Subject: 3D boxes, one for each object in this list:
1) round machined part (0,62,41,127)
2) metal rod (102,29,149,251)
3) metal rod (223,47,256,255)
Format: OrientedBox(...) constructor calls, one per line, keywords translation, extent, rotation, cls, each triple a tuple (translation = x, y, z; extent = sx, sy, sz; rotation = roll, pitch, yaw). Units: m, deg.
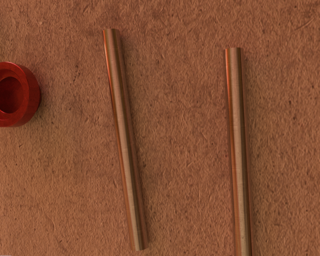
OrientedBox(translation=(-0.225, -0.050, 0.477), extent=(0.098, 0.042, 0.097), rotation=(0, 90, 19), cls="round machined part")
OrientedBox(translation=(-0.048, 0.014, 0.424), extent=(0.025, 0.025, 0.298), rotation=(-9, 87, 19), cls="metal rod")
OrientedBox(translation=(0.097, 0.054, 0.374), extent=(0.025, 0.025, 0.298), rotation=(-3, 89, 19), cls="metal rod")
